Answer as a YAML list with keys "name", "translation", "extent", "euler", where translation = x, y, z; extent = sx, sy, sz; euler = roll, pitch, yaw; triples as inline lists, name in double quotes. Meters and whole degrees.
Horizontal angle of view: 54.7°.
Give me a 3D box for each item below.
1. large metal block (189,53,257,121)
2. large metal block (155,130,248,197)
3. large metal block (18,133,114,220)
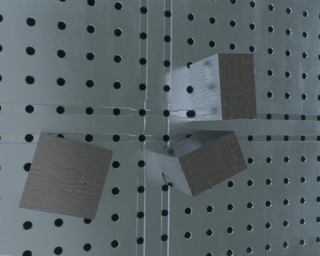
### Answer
- name: "large metal block"
  translation: [0.081, -0.051, 0.415]
  extent: [0.050, 0.080, 0.079]
  euler: [-5, 92, -20]
- name: "large metal block"
  translation: [0.050, 0.041, 0.403]
  extent: [0.081, 0.080, 0.050]
  euler: [-24, 98, -19]
- name: "large metal block"
  translation: [-0.108, 0.054, 0.360]
  extent: [0.081, 0.050, 0.080]
  euler: [16, 85, -20]
